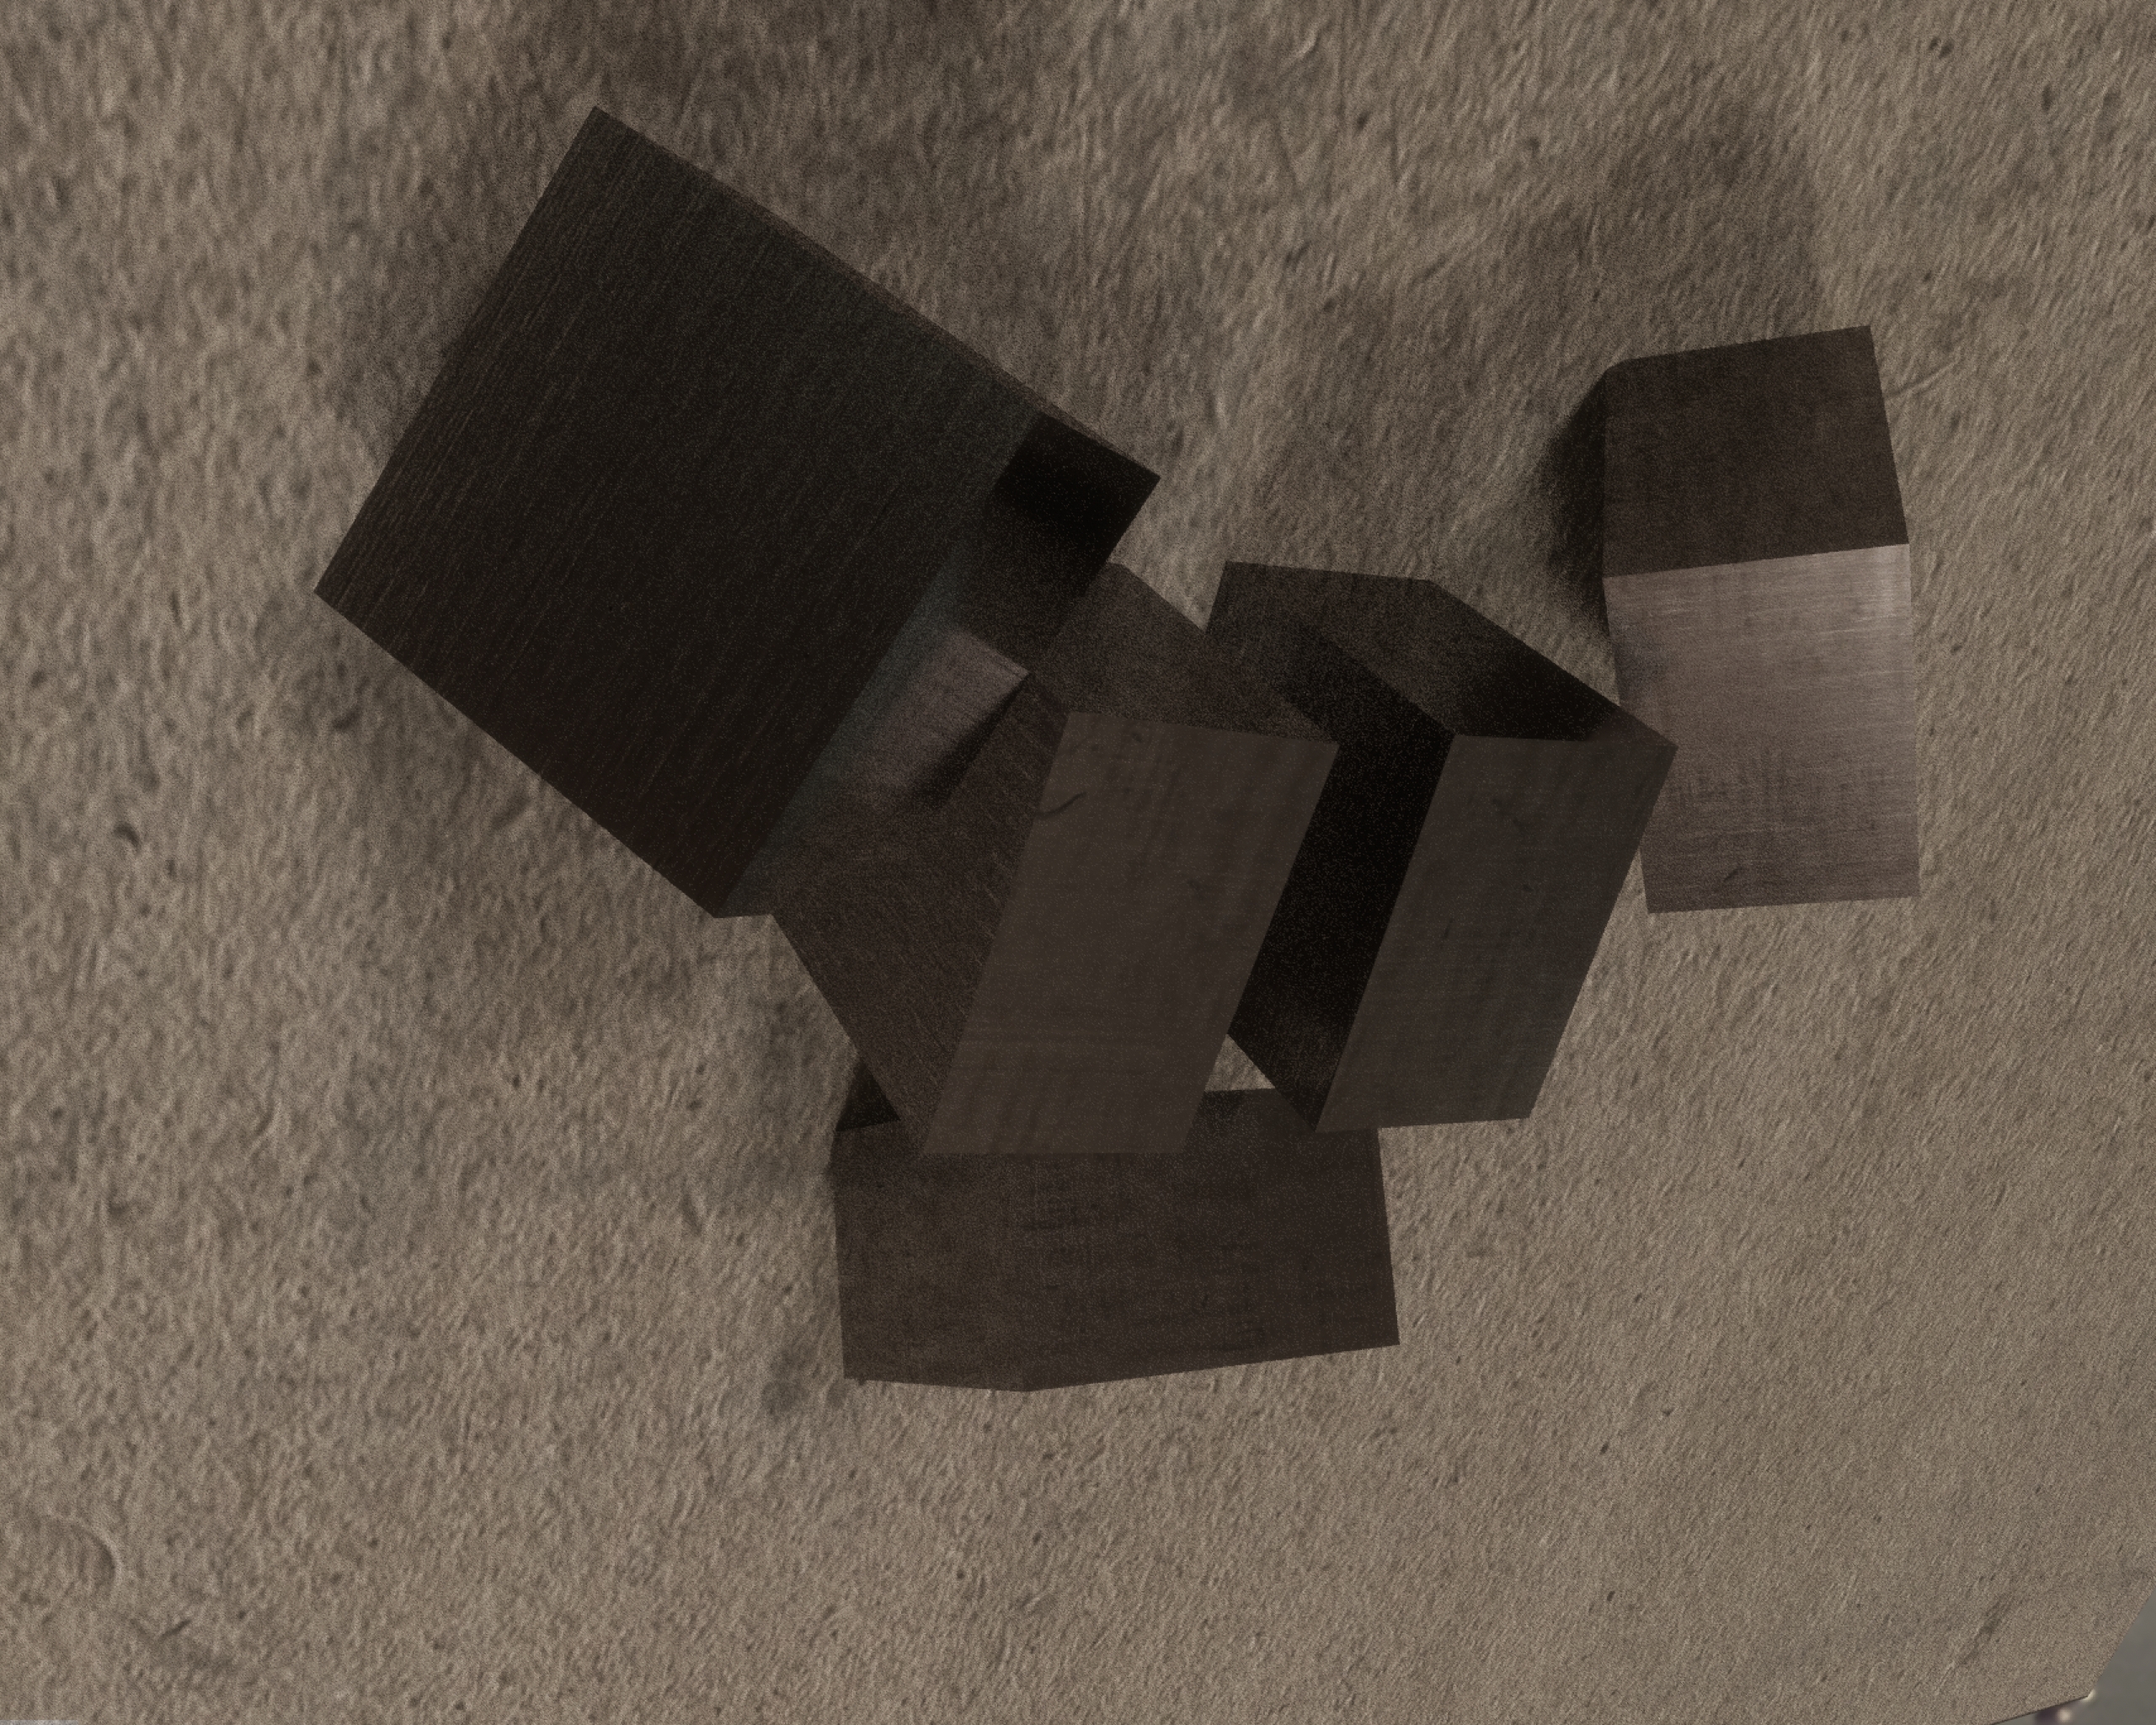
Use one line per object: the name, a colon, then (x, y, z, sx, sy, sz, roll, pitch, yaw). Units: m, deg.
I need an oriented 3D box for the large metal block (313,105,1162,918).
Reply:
large metal block: (-0.049, -0.048, 0.306, 0.080, 0.080, 0.050, -56, 164, 11)

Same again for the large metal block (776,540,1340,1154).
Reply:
large metal block: (-0.009, -0.005, 0.367, 0.050, 0.080, 0.079, 5, 116, -31)

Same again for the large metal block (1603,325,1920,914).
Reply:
large metal block: (0.134, -0.048, 0.411, 0.050, 0.080, 0.080, -5, 129, 18)

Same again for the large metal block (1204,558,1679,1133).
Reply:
large metal block: (0.058, -0.005, 0.403, 0.050, 0.080, 0.079, 1, 118, -29)

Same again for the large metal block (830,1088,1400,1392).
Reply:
large metal block: (0.005, 0.074, 0.415, 0.081, 0.080, 0.050, 1, 79, -29)
